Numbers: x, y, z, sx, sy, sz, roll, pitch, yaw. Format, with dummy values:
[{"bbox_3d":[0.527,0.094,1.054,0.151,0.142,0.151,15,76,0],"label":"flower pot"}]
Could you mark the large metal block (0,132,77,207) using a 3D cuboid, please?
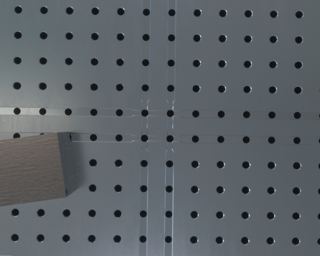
[{"bbox_3d":[-0.159,0.050,0.400,0.080,0.050,0.080,-8,90,0],"label":"large metal block"}]
